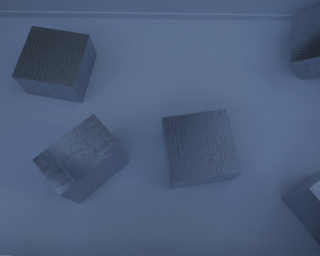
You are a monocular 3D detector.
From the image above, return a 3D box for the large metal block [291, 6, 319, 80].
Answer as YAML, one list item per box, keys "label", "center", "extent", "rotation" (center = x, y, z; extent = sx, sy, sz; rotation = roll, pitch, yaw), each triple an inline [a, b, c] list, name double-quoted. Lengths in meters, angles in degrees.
- label: "large metal block"
  center: [0.228, -0.120, 0.421]
  extent: [0.080, 0.050, 0.080]
  rotation: [-7, 65, 37]

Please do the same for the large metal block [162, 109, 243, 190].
- label: "large metal block"
  center: [0.048, 0.027, 0.387]
  extent: [0.081, 0.050, 0.080]
  rotation: [-8, 70, -3]

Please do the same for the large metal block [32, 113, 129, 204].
- label: "large metal block"
  center: [-0.087, 0.040, 0.365]
  extent: [0.080, 0.080, 0.050]
  rotation: [-40, 75, -13]

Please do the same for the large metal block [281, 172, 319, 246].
- label: "large metal block"
  center: [0.196, 0.093, 0.348]
  extent: [0.050, 0.080, 0.080]
  rotation: [-33, 74, -11]

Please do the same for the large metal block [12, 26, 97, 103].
- label: "large metal block"
  center: [-0.141, -0.087, 0.427]
  extent: [0.080, 0.050, 0.080]
  rotation: [10, 70, 3]
